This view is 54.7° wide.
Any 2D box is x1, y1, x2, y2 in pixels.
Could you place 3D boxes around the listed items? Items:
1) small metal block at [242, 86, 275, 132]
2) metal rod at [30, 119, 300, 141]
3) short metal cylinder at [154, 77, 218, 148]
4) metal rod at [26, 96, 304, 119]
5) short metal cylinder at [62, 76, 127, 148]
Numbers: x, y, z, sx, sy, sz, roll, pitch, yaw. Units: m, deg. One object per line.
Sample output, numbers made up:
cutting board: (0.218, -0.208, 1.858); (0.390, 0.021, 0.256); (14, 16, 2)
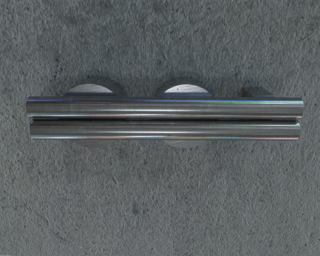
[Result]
small metal block: (0.121, -0.022, 0.392); (0.025, 0.050, 0.050); (-2, 110, 0)
metal rod: (0.006, 0.002, 0.358); (0.302, 0.025, 0.025); (0, 110, -1)
short metal cylinder: (0.030, -0.021, 0.391); (0.081, 0.050, 0.079); (0, 110, 0)
metal rod: (0.006, -0.023, 0.349); (0.302, 0.025, 0.025); (0, 110, -1)
short metal cylinder: (-0.080, -0.021, 0.388); (0.081, 0.050, 0.079); (0, 110, 0)
